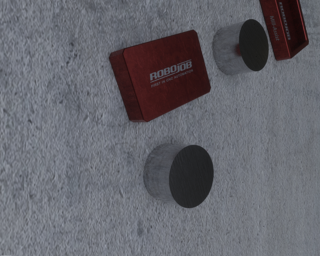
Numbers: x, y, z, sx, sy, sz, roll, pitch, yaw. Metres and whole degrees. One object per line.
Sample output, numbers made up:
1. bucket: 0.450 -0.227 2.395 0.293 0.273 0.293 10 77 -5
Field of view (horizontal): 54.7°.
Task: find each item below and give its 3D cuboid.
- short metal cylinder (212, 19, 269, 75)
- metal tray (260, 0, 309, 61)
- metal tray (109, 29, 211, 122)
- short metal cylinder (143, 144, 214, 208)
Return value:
1. short metal cylinder: 0.130 -0.128 0.497 0.081 0.050 0.079 0 90 -40
2. metal tray: 0.246 -0.209 0.606 0.091 0.030 0.129 -36 112 -34
3. metal tray: 0.006 -0.071 0.407 0.131 0.030 0.089 -27 107 -37
4. short metal cylinder: 0.025 0.061 0.410 0.081 0.050 0.079 0 90 -40
